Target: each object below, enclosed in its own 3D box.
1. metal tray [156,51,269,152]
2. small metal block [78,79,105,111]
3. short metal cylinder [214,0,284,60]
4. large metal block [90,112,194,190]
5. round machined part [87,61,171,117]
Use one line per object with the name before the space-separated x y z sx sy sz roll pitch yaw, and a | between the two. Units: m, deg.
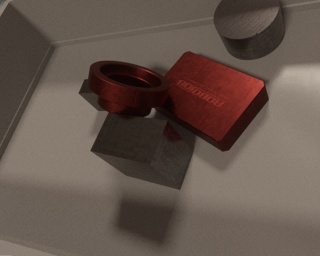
metal tray | 0.057 -0.039 0.396 0.130 0.030 0.090 34 80 38
small metal block | -0.083 -0.049 0.461 0.050 0.050 0.025 2 63 29
short metal cylinder | 0.117 -0.136 0.404 0.080 0.050 0.080 -10 66 25
large metal block | -0.018 0.027 0.362 0.080 0.080 0.050 9 66 31
round machined part | -0.040 -0.046 0.381 0.098 0.099 0.042 39 123 38
